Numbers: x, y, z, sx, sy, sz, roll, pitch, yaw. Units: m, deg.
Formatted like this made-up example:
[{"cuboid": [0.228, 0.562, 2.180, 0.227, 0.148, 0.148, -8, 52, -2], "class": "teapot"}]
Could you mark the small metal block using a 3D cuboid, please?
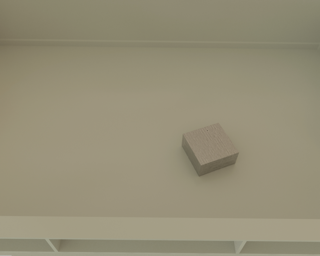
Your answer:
[{"cuboid": [0.061, 0.026, 0.384, 0.050, 0.025, 0.050, -17, 52, -14], "class": "small metal block"}]
